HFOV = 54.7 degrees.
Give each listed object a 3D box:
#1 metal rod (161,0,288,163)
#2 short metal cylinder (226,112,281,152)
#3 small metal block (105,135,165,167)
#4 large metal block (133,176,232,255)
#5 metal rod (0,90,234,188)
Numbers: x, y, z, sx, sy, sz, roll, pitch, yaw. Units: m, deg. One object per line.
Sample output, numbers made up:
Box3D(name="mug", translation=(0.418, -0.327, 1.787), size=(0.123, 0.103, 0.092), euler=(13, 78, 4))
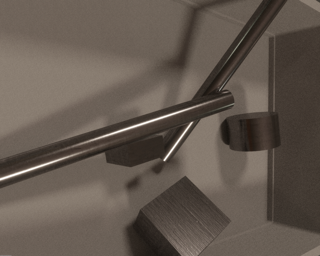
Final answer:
Box3D(name="metal rod", translation=(0.089, -0.082, 0.398), size=(0.025, 0.025, 0.299), euler=(31, 97, -36))
Box3D(name="short metal cylinder", translation=(0.151, 0.004, 0.500), size=(0.081, 0.080, 0.050), euler=(-14, 99, -40))
Box3D(name="small metal block", translation=(-0.030, 0.025, 0.367), size=(0.050, 0.050, 0.025), euler=(-14, 100, -40))
Box3D(name="large metal block", translation=(0.027, 0.121, 0.388), size=(0.081, 0.080, 0.050), euler=(-30, 153, -36))
Box3D(name="metal rod", translation=(-0.045, 0.008, 0.325), size=(0.302, 0.025, 0.025), euler=(-19, 103, -25))
